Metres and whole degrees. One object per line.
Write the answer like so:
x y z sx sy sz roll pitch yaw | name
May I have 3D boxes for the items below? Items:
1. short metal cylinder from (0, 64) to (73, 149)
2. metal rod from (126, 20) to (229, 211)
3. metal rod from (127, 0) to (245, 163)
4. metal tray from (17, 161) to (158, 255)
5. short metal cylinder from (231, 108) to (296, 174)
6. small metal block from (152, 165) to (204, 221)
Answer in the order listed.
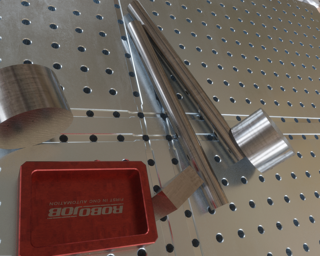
-0.136 -0.020 0.312 0.081 0.080 0.050 -15 70 -34 | short metal cylinder
0.017 -0.030 0.437 0.025 0.025 0.299 -12 68 -33 | metal rod
0.038 -0.078 0.477 0.025 0.025 0.299 -25 75 -37 | metal rod
-0.073 0.081 0.316 0.131 0.030 0.090 3 60 -27 | metal tray
0.146 0.018 0.440 0.080 0.050 0.080 44 22 -22 | short metal cylinder
0.016 0.075 0.356 0.025 0.050 0.050 50 51 6 | small metal block
